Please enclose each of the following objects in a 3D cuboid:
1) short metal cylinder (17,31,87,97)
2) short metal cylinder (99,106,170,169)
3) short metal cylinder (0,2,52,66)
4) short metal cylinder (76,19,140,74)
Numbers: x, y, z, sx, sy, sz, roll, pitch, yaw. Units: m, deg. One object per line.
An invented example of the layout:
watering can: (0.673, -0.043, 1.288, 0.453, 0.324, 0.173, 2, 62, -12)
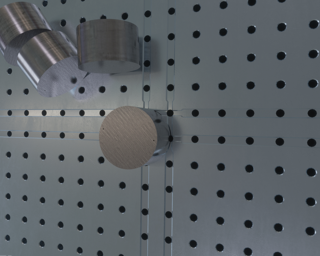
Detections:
short metal cylinder: (-0.149, -0.089, 0.436, 0.080, 0.080, 0.050, -43, 77, 15)
short metal cylinder: (-0.032, 0.012, 0.411, 0.080, 0.050, 0.080, 0, 90, 20)
short metal cylinder: (-0.199, -0.135, 0.454, 0.080, 0.080, 0.050, -37, 78, 16)
short metal cylinder: (-0.067, -0.104, 0.407, 0.080, 0.080, 0.050, -3, 89, 20)
